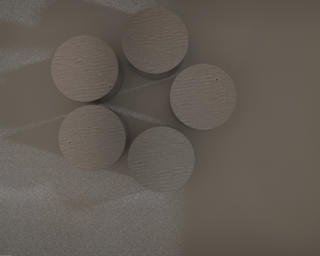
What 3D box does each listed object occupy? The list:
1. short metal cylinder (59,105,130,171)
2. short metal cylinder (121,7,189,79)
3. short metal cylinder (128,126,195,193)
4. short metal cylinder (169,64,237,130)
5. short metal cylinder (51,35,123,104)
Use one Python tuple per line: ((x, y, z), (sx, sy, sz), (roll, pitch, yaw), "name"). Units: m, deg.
((-0.081, 0.012, 0.396), (0.081, 0.050, 0.080), (0, 90, 0), "short metal cylinder")
((-0.006, -0.105, 0.397), (0.081, 0.050, 0.080), (0, 90, 0), "short metal cylinder")
((0.002, 0.038, 0.397), (0.081, 0.050, 0.080), (0, 90, 0), "short metal cylinder")
((0.052, -0.038, 0.397), (0.081, 0.050, 0.080), (0, 90, 0), "short metal cylinder")
((-0.090, -0.071, 0.396), (0.081, 0.050, 0.080), (0, 90, 0), "short metal cylinder")
